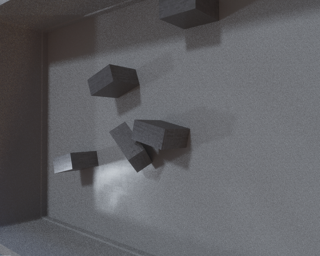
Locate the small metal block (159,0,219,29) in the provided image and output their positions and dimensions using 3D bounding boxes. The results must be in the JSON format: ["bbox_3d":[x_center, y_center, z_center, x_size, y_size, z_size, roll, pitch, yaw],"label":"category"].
[{"bbox_3d":[0.034,-0.139,0.362,0.050,0.050,0.025,0,90,40],"label":"small metal block"}]

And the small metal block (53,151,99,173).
[{"bbox_3d":[-0.137,0.055,0.504,0.050,0.050,0.025,-17,80,39],"label":"small metal block"}]

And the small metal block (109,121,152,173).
[{"bbox_3d":[-0.039,0.027,0.420,0.025,0.050,0.050,-34,63,-7],"label":"small metal block"}]

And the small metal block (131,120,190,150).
[{"bbox_3d":[0.001,0.007,0.390,0.050,0.050,0.025,17,101,38],"label":"small metal block"}]

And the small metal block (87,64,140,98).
[{"bbox_3d":[-0.067,-0.066,0.446,0.050,0.050,0.025,-25,75,37],"label":"small metal block"}]
